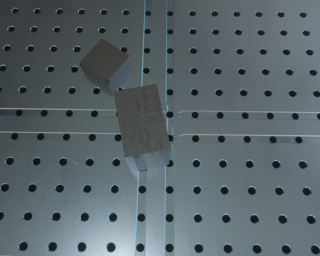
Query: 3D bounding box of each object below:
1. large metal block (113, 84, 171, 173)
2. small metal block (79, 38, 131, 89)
[{"bbox_3d":[-0.021,0.003,0.381,0.050,0.080,0.080,-11,71,-4],"label":"large metal block"},{"bbox_3d":[-0.077,-0.092,0.445,0.050,0.025,0.050,34,73,11],"label":"small metal block"}]
